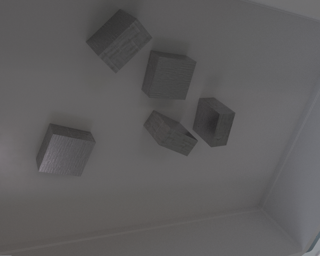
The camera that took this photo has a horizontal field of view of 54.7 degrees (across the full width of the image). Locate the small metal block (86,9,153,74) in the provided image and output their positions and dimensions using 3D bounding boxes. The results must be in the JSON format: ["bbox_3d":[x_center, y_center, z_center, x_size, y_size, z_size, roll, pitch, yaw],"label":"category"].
[{"bbox_3d":[-0.043,-0.089,0.314,0.050,0.050,0.025,-44,129,2],"label":"small metal block"}]

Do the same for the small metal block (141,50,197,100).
[{"bbox_3d":[0.010,-0.063,0.375,0.050,0.025,0.050,1,118,-29],"label":"small metal block"}]

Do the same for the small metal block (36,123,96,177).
[{"bbox_3d":[-0.111,0.027,0.364,0.050,0.025,0.050,15,111,-34],"label":"small metal block"}]

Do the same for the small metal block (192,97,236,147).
[{"bbox_3d":[0.073,-0.009,0.426,0.025,0.050,0.050,-5,121,-26],"label":"small metal block"}]

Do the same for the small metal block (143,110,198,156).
[{"bbox_3d":[0.013,0.007,0.404,0.050,0.050,0.025,24,105,-37],"label":"small metal block"}]
